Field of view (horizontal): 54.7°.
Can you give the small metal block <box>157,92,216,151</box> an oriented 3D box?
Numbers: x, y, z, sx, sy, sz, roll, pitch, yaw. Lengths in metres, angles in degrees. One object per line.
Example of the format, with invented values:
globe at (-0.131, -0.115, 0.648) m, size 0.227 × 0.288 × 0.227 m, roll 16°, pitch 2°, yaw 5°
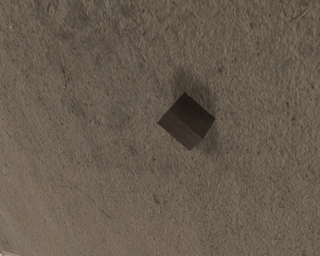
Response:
small metal block at (0.032, -0.009, 0.367) m, size 0.050 × 0.050 × 0.025 m, roll 41°, pitch 129°, yaw 0°
